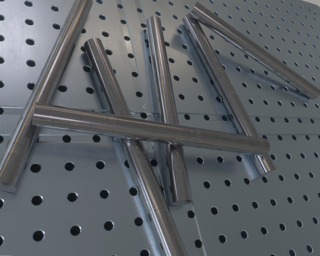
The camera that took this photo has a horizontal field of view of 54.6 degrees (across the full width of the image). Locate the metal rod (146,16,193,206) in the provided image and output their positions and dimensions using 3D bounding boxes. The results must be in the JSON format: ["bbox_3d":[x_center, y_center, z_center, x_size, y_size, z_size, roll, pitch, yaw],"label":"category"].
[{"bbox_3d":[0.008,-0.042,0.437,0.025,0.025,0.299,6,59,-25],"label":"metal rod"}]

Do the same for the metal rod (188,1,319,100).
[{"bbox_3d":[0.182,-0.135,0.569,0.301,0.025,0.025,28,52,-17],"label":"metal rod"}]

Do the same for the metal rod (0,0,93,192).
[{"bbox_3d":[-0.131,-0.067,0.378,0.025,0.025,0.300,20,54,-17],"label":"metal rod"}]

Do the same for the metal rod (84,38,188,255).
[{"bbox_3d":[-0.037,0.014,0.379,0.025,0.025,0.299,-11,67,-33],"label":"metal rod"}]

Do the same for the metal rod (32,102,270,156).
[{"bbox_3d":[0.009,0.007,0.374,0.302,0.025,0.025,9,58,-24],"label":"metal rod"}]

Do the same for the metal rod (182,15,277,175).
[{"bbox_3d":[0.105,-0.066,0.503,0.025,0.025,0.299,-10,67,-32],"label":"metal rod"}]
